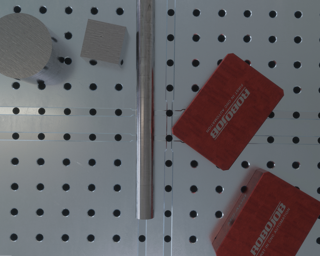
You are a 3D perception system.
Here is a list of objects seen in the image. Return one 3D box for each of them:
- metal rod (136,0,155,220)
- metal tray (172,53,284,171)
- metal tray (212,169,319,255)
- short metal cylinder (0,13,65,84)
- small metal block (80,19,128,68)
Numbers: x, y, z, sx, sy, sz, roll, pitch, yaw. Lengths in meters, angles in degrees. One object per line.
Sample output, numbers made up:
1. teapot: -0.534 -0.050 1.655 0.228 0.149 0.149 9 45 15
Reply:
1. metal rod: -0.020 -0.031 0.413 0.025 0.025 0.298 0 90 0
2. metal tray: 0.088 -0.021 0.412 0.090 0.030 0.130 37 90 0
3. metal tray: 0.141 0.132 0.412 0.090 0.030 0.130 31 90 0
4. short metal cylinder: -0.171 -0.100 0.399 0.081 0.050 0.079 0 90 0
5. small metal block: -0.073 -0.112 0.413 0.050 0.025 0.050 12 90 0
